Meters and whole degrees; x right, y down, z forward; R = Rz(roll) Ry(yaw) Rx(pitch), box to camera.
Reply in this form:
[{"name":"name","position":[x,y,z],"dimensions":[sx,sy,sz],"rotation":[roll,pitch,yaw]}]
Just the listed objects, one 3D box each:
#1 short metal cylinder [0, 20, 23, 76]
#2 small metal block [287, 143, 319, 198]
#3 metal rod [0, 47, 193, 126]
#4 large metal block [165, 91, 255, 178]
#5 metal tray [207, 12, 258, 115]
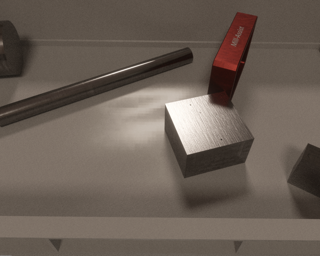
[{"name":"short metal cylinder","position":[-0.246,-0.118,0.466],"dimensions":[0.050,0.080,0.080],"rotation":[-6,50,-5]},{"name":"small metal block","position":[0.179,0.051,0.348],"dimensions":[0.050,0.050,0.025],"rotation":[26,55,19]},{"name":"metal rod","position":[-0.086,-0.066,0.459],"dimensions":[0.302,0.025,0.025],"rotation":[-22,54,-18]},{"name":"large metal block","position":[0.056,0.007,0.384],"dimensions":[0.081,0.050,0.080],"rotation":[-13,52,-11]},{"name":"metal tray","position":[0.102,-0.092,0.441],"dimensions":[0.030,0.089,0.130],"rotation":[18,52,14]}]
